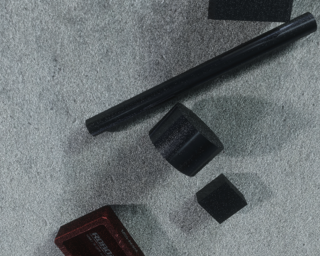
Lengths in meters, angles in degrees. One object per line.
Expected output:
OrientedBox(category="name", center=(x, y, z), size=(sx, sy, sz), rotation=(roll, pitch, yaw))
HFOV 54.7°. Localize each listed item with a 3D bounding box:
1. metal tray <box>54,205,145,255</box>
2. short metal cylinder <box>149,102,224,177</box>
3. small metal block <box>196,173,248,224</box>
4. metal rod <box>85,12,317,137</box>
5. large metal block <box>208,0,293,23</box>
OrientedBox(category="metal tray", center=(-0.086, 0.191, 0.476), size=(0.090, 0.030, 0.130), rotation=(-27, 108, 9))
OrientedBox(category="short metal cylinder", center=(0.033, 0.014, 0.386), size=(0.080, 0.080, 0.050), rotation=(40, 105, -14))
OrientedBox(category="small metal block", center=(0.089, 0.103, 0.449), size=(0.050, 0.025, 0.050), rotation=(-41, 106, 13))
OrientedBox(category="metal rod", center=(0.044, -0.063, 0.387), size=(0.301, 0.025, 0.025), rotation=(-25, 109, 8))
OrientedBox(category="large metal block", center=(0.099, -0.160, 0.339), size=(0.081, 0.050, 0.079), rotation=(2, 110, -1))
